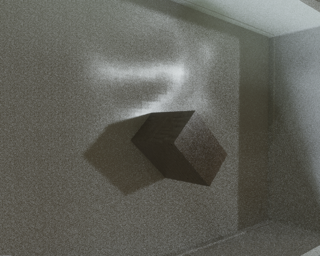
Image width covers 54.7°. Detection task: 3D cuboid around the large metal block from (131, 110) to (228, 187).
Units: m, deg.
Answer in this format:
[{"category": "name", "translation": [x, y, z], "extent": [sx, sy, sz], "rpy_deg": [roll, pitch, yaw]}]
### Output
[{"category": "large metal block", "translation": [0.024, 0.025, 0.393], "extent": [0.080, 0.080, 0.050], "rpy_deg": [51, 60, -29]}]
